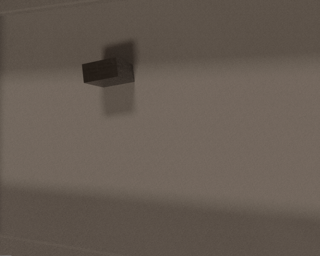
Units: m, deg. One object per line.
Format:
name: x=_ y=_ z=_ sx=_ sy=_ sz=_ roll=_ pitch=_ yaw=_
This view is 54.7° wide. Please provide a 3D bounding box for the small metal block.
small metal block: x=-0.069 y=-0.074 z=0.420 sx=0.050 sy=0.050 sz=0.025 roll=-7 pitch=88 yaw=19
